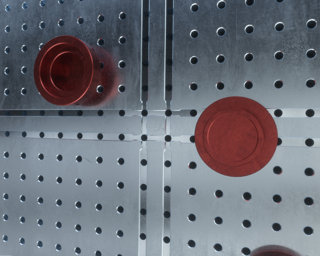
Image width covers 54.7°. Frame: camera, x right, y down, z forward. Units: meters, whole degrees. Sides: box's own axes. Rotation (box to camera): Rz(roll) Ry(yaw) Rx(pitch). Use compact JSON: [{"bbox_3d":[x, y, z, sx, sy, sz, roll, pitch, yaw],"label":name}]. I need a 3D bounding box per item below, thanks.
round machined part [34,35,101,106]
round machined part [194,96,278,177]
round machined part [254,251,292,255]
[{"bbox_3d":[-0.128,-0.080,0.447,0.098,0.042,0.097,0,90,19],"label":"round machined part"},{"bbox_3d":[0.089,0.010,0.372,0.098,0.042,0.097,0,90,19],"label":"round machined part"},{"bbox_3d":[0.136,0.198,0.356,0.098,0.042,0.097,0,90,19],"label":"round machined part"}]
